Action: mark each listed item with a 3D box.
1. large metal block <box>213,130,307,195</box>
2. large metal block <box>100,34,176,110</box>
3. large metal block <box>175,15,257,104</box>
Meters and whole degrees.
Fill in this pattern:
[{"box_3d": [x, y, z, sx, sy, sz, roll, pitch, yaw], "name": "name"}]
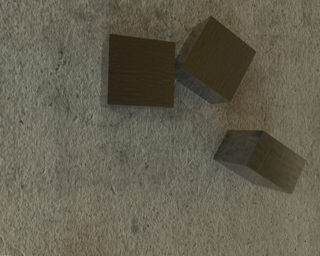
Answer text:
[{"box_3d": [0.135, 0.044, 0.430, 0.080, 0.080, 0.050, 32, 80, -17], "name": "large metal block"}, {"box_3d": [-0.029, -0.065, 0.385, 0.081, 0.050, 0.080, 2, 90, -20], "name": "large metal block"}, {"box_3d": [0.070, -0.089, 0.421, 0.080, 0.050, 0.080, 32, 80, -17], "name": "large metal block"}]
